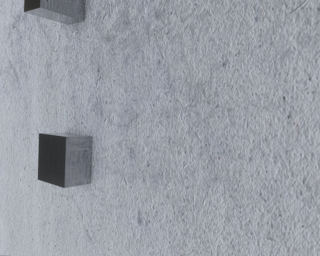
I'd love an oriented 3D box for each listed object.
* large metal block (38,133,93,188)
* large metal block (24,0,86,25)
[{"bbox_3d":[-0.160,0.051,0.521,0.080,0.050,0.079,4,93,40],"label":"large metal block"},{"bbox_3d":[-0.171,-0.224,0.510,0.050,0.081,0.079,7,95,40],"label":"large metal block"}]
